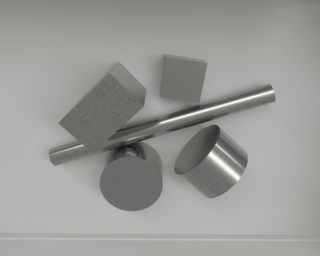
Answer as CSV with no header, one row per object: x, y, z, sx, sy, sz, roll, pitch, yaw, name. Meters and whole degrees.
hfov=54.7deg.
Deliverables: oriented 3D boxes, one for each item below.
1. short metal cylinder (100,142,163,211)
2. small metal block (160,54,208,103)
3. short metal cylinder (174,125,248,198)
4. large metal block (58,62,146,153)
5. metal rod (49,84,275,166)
-0.037,0.064,0.419,0.081,0.050,0.079,0,110,-1,short metal cylinder
0.028,-0.062,0.387,0.050,0.025,0.050,8,110,-4,small metal block
0.064,0.042,0.397,0.050,0.080,0.080,41,105,-14,short metal cylinder
-0.064,-0.028,0.370,0.080,0.080,0.050,-41,105,13,large metal block
-0.001,-0.002,0.409,0.301,0.025,0.025,-16,110,5,metal rod
